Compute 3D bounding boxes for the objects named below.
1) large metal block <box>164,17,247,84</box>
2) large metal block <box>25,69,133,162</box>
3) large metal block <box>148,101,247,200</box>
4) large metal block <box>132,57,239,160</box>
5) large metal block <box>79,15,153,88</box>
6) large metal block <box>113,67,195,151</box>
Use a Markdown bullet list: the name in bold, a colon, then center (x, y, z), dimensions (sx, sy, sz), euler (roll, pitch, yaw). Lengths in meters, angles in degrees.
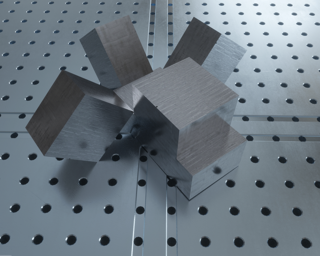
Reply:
- **large metal block**: center (0.063, -0.095, 0.432), dimensions (0.050, 0.080, 0.080), euler (44, 23, 31)
- **large metal block**: center (-0.091, -0.010, 0.360), dimensions (0.050, 0.080, 0.080), euler (44, 104, 31)
- **large metal block**: center (0.042, 0.024, 0.371), dimensions (0.080, 0.050, 0.080), euler (-29, 55, -23)
- **large metal block**: center (0.026, -0.025, 0.346), dimensions (0.080, 0.050, 0.080), euler (-29, 57, -24)
- **large metal block**: center (-0.064, -0.103, 0.438), dimensions (0.050, 0.080, 0.080), euler (-31, 17, -23)
- **large metal block**: center (-0.007, -0.026, 0.414), dimensions (0.080, 0.050, 0.080), euler (-31, 57, -23)
